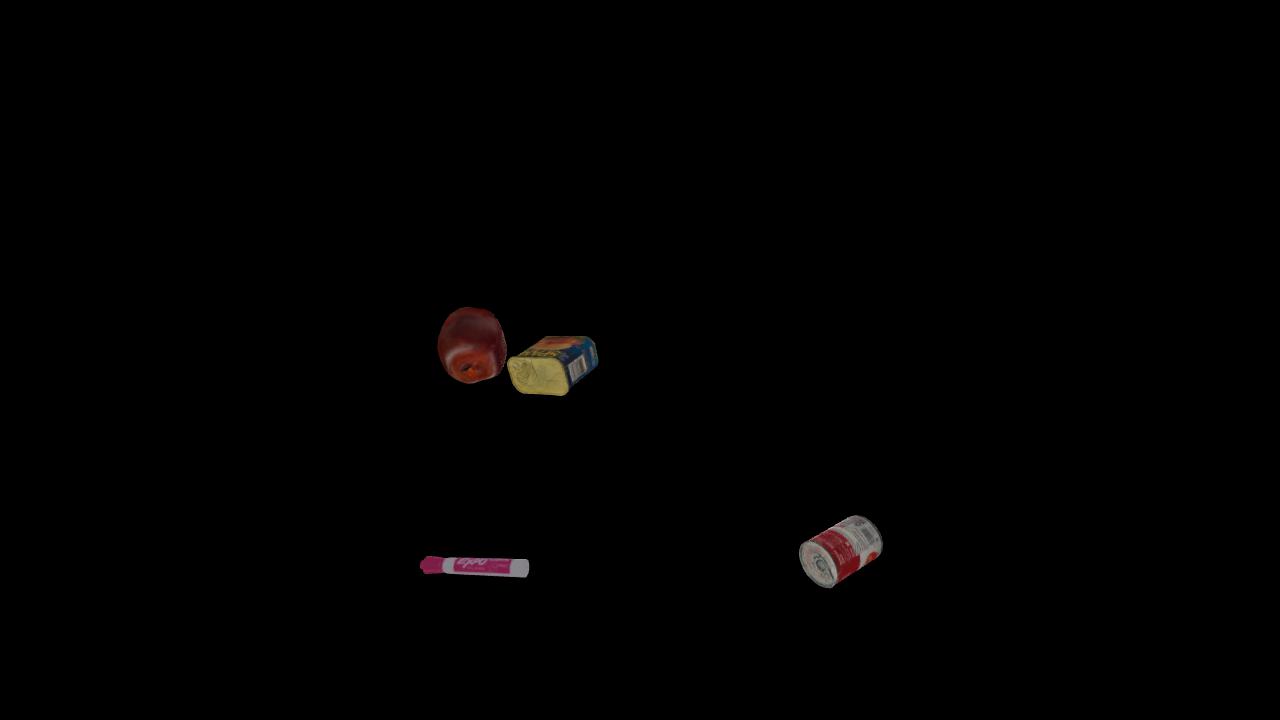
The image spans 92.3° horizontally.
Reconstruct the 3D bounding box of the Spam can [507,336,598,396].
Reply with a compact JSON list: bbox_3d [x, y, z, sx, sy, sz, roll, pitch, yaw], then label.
[{"bbox_3d":[-0.121,0.005,0.874,0.101,0.058,0.085,2,25,31],"label":"Spam can"}]

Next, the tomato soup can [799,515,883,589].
[{"bbox_3d":[0.284,0.268,0.869,0.101,0.068,0.068,-17,9,-31],"label":"tomato soup can"}]

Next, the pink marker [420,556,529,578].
[{"bbox_3d":[-0.180,0.223,0.664,0.121,0.020,0.020,-1,0,10],"label":"pink marker"}]

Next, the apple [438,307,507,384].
[{"bbox_3d":[-0.187,-0.018,0.683,0.079,0.079,0.093,0,42,-7],"label":"apple"}]
